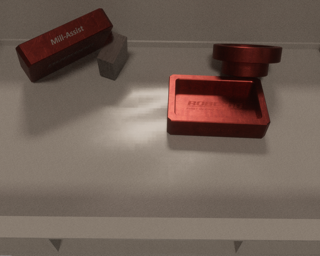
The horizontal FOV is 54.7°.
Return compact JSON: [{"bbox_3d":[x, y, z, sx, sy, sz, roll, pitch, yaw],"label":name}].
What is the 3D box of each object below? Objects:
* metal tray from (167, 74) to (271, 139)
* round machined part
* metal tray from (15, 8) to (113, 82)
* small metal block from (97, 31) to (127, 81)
[{"bbox_3d":[0.076,-0.032,0.429,0.131,0.030,0.090,2,50,1],"label":"metal tray"},{"bbox_3d":[0.128,-0.101,0.463,0.099,0.042,0.098,2,18,0],"label":"round machined part"},{"bbox_3d":[-0.138,-0.119,0.454,0.131,0.090,0.030,-34,96,-20],"label":"metal tray"},{"bbox_3d":[-0.071,-0.108,0.468,0.025,0.050,0.050,21,69,3],"label":"small metal block"}]
